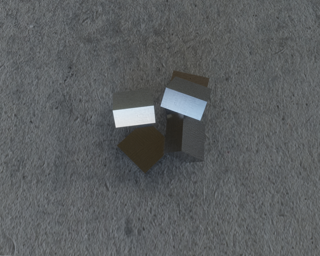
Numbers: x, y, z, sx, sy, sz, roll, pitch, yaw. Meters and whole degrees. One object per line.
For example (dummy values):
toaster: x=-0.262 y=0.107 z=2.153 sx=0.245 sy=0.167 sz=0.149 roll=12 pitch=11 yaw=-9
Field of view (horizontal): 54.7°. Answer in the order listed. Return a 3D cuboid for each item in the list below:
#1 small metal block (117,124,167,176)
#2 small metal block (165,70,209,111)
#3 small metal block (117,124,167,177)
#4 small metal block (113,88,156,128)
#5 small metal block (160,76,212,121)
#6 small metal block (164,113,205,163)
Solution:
small metal block: x=-0.018 y=0.026 z=0.400 sx=0.050 sy=0.025 sz=0.050 roll=-43 pitch=76 yaw=-14
small metal block: x=0.037 y=-0.047 z=0.427 sx=0.050 sy=0.025 sz=0.050 roll=13 pitch=70 yaw=4
small metal block: x=-0.018 y=0.026 z=0.400 sx=0.050 sy=0.025 sz=0.050 roll=-43 pitch=76 yaw=-14
small metal block: x=-0.034 y=-0.027 z=0.406 sx=0.050 sy=0.025 sz=0.050 roll=-7 pitch=33 yaw=-3
small metal block: x=0.034 y=-0.038 z=0.383 sx=0.050 sy=0.025 sz=0.050 roll=20 pitch=28 yaw=7
small metal block: x=0.032 y=0.013 z=0.389 sx=0.025 sy=0.050 sz=0.050 roll=-11 pitch=64 yaw=37
